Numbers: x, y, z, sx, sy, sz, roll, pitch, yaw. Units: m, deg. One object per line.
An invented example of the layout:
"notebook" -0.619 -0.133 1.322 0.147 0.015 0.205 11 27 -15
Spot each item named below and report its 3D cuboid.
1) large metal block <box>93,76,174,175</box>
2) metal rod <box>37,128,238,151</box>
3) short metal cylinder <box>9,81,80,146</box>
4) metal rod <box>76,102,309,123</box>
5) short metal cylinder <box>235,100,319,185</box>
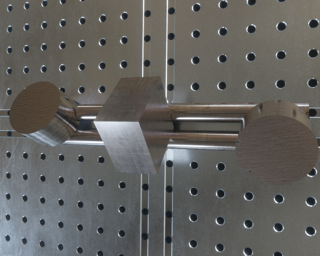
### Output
"large metal block" -0.025 -0.004 0.360 0.050 0.080 0.080 1 132 20
"metal rod" -0.044 0.014 0.427 0.301 0.025 0.025 1 90 19
"short metal cylinder" -0.163 -0.019 0.441 0.080 0.050 0.080 -7 65 16
"metal rod" 0.026 -0.020 0.402 0.301 0.025 0.025 1 90 19
"short metal cylinder" 0.127 0.015 0.340 0.080 0.050 0.079 8 115 17
